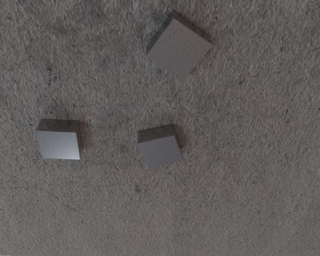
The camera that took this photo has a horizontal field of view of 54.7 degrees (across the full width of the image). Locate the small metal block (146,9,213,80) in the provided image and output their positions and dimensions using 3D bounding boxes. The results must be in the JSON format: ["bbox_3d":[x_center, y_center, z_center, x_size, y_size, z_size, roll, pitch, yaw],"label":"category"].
[{"bbox_3d":[0.020,-0.088,0.332,0.050,0.025,0.050,28,125,-22],"label":"small metal block"}]

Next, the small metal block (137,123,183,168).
[{"bbox_3d":[0.001,0.025,0.428,0.050,0.025,0.050,-13,129,10],"label":"small metal block"}]

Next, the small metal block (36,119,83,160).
[{"bbox_3d":[-0.134,0.016,0.419,0.050,0.025,0.050,3,130,-3],"label":"small metal block"}]
